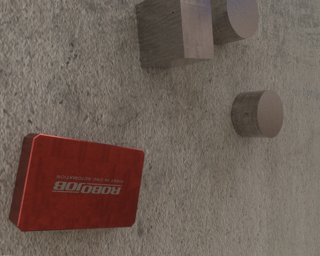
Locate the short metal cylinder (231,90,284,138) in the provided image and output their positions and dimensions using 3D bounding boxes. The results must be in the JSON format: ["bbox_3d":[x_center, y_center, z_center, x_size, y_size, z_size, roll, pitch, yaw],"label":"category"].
[{"bbox_3d":[0.167,-0.023,0.528,0.081,0.050,0.079,0,90,-40],"label":"short metal cylinder"}]

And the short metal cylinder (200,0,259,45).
[{"bbox_3d":[0.108,-0.174,0.479,0.081,0.050,0.079,0,90,-40],"label":"short metal cylinder"}]

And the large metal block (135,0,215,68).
[{"bbox_3d":[0.017,-0.120,0.383,0.050,0.080,0.079,-8,96,-40],"label":"large metal block"}]

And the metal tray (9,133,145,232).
[{"bbox_3d":[-0.082,0.059,0.333,0.131,0.030,0.090,13,82,-39],"label":"metal tray"}]
